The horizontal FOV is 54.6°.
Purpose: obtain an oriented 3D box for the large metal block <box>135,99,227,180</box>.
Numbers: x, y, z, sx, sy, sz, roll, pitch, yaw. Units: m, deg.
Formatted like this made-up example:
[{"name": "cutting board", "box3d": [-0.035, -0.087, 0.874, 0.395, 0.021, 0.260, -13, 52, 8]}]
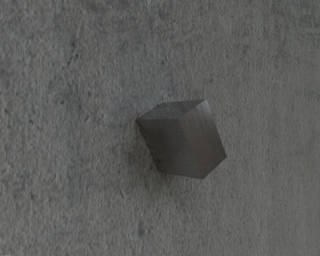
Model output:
[{"name": "large metal block", "box3d": [0.026, 0.013, 0.390, 0.050, 0.080, 0.080, -35, 112, -34]}]
